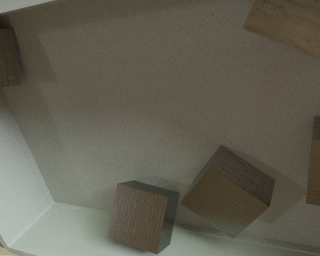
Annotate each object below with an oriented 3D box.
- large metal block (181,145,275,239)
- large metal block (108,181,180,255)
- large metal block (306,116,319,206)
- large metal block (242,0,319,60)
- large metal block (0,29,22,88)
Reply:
[{"bbox_3d":[0.086,0.082,0.398,0.080,0.050,0.079,34,129,6],"label":"large metal block"},{"bbox_3d":[-0.023,0.129,0.462,0.080,0.050,0.080,11,91,22],"label":"large metal block"},{"bbox_3d":[0.196,0.037,0.312,0.080,0.050,0.079,6,121,25],"label":"large metal block"},{"bbox_3d":[0.122,-0.097,0.249,0.080,0.080,0.050,27,128,11],"label":"large metal block"},{"bbox_3d":[-0.258,-0.102,0.454,0.080,0.050,0.079,6,107,24],"label":"large metal block"}]
